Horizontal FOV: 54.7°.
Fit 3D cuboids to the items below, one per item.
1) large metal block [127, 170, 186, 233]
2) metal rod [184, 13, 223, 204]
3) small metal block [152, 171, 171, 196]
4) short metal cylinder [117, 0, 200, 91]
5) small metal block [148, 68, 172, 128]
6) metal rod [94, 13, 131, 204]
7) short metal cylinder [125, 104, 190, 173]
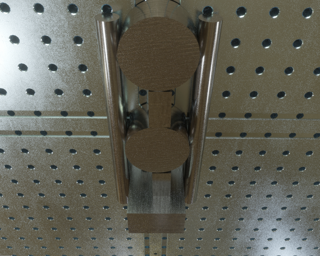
[{"bbox_3d":[-0.005,0.110,0.469,0.081,0.080,0.050,1,130,-1],"label":"large metal block"},{"bbox_3d":[0.050,0.001,0.412,0.025,0.025,0.298,0,130,-1],"label":"metal rod"},{"bbox_3d":[0.002,0.063,0.448,0.025,0.050,0.050,0,130,0],"label":"small metal block"},{"bbox_3d":[-0.001,-0.085,0.322,0.081,0.050,0.079,0,130,0],"label":"short metal cylinder"},{"bbox_3d":[0.000,-0.036,0.363,0.025,0.050,0.050,1,130,-1],"label":"small metal block"},{"bbox_3d":[-0.056,0.001,0.410,0.025,0.025,0.298,0,130,-1],"label":"metal rod"},{"bbox_3d":[-0.003,0.013,0.406,0.081,0.050,0.079,0,130,0],"label":"short metal cylinder"}]
